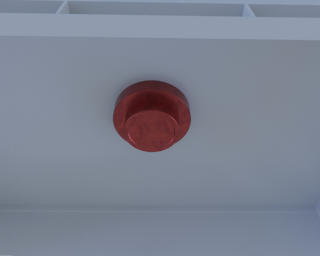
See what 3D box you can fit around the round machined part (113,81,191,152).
[{"bbox_3d":[-0.010,-0.007,0.391,0.099,0.042,0.097,0,130,0],"label":"round machined part"}]
